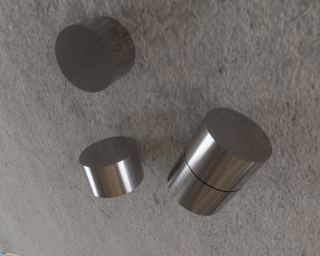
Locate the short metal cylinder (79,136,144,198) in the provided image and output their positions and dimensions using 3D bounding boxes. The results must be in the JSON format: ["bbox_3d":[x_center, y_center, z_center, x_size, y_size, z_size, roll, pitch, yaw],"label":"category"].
[{"bbox_3d":[-0.067,0.053,0.438,0.080,0.080,0.050,2,119,27],"label":"short metal cylinder"}]

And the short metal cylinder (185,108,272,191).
[{"bbox_3d":[0.075,0.023,0.345,0.080,0.080,0.050,33,129,6],"label":"short metal cylinder"}]

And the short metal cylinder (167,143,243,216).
[{"bbox_3d":[0.056,0.058,0.377,0.080,0.080,0.050,33,128,6],"label":"short metal cylinder"}]

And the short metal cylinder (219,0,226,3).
[{"bbox_3d":[0.055,-0.151,0.248,0.050,0.080,0.080,38,129,2],"label":"short metal cylinder"}]

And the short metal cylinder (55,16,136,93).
[{"bbox_3d":[-0.077,-0.089,0.374,0.080,0.050,0.079,13,124,20],"label":"short metal cylinder"}]
